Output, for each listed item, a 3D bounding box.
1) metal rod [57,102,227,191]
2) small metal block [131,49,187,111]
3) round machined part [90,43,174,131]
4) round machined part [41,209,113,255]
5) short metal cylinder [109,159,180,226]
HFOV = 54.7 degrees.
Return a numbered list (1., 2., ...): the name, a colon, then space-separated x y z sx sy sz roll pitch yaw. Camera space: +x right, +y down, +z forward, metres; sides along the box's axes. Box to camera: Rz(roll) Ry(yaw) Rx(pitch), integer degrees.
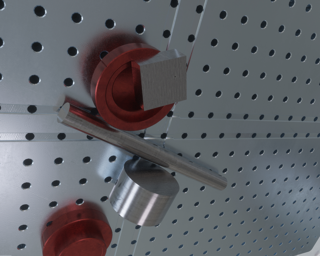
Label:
1. metal rod: -0.001 0.039 0.434 0.301 0.025 0.025 28 103 -38
2. small metal block: 0.000 -0.051 0.325 0.050 0.025 0.050 -17 125 -19
3. round machined part: -0.031 -0.049 0.353 0.099 0.042 0.097 -14 124 -21
4. round machined part: -0.115 0.167 0.441 0.099 0.042 0.097 -14 124 -21
5. short metal cylinder: -0.021 0.085 0.417 0.081 0.080 0.050 14 111 -34
